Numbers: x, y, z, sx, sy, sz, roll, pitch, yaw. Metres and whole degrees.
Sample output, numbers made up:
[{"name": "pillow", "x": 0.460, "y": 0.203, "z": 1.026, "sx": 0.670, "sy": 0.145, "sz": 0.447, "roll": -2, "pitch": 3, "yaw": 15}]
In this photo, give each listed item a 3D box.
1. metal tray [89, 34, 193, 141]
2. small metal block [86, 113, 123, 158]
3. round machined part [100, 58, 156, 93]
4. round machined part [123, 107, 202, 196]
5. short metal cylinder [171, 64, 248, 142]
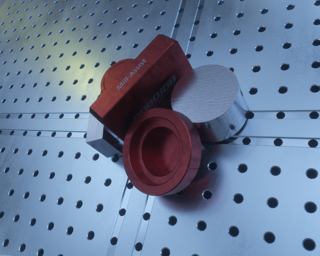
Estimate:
[{"name": "metal tray", "x": -0.014, "y": -0.041, "z": 0.394, "sx": 0.130, "sy": 0.090, "sz": 0.030, "roll": -48, "pitch": 51, "yaw": -6}, {"name": "small metal block", "x": -0.073, "y": 0.006, "z": 0.421, "sx": 0.025, "sy": 0.050, "sz": 0.050, "roll": -14, "pitch": 56, "yaw": 20}, {"name": "round machined part", "x": -0.047, "y": -0.063, "z": 0.455, "sx": 0.098, "sy": 0.042, "sz": 0.098, "roll": -13, "pitch": 56, "yaw": 21}, {"name": "round machined part", "x": 0.006, "y": 0.028, "z": 0.357, "sx": 0.098, "sy": 0.042, "sz": 0.097, "roll": -7, "pitch": 79, "yaw": 38}, {"name": "short metal cylinder", "x": 0.060, "y": -0.029, "z": 0.373, "sx": 0.080, "sy": 0.050, "sz": 0.080, "roll": -13, "pitch": 56, "yaw": 21}]
